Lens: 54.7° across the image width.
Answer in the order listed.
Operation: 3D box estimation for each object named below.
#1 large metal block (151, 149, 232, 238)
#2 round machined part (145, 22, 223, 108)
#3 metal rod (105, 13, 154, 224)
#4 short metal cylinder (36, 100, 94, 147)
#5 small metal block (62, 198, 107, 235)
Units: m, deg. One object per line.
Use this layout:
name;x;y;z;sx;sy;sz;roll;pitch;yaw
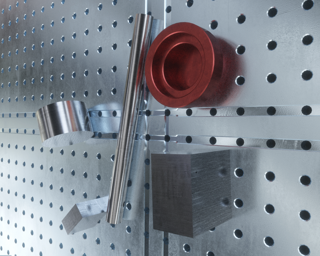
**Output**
large metal block;0.037;0.066;0.342;0.050;0.081;0.079;-3;88;40
round machined part;0.032;-0.072;0.370;0.098;0.042;0.097;0;90;39
metal rod;-0.045;-0.008;0.443;0.025;0.025;0.298;16;100;38
short metal cylinder;-0.151;-0.005;0.495;0.080;0.081;0.050;-26;74;37
small metal block;-0.117;0.138;0.487;0.050;0.050;0.025;-49;61;28
